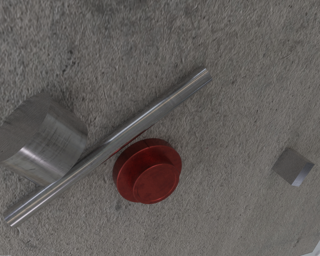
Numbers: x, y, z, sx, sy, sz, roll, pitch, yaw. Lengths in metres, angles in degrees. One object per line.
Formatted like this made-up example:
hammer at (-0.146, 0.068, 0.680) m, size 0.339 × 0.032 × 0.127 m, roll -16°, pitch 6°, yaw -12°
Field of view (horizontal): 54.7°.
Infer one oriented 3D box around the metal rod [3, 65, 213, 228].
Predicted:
metal rod at (-0.061, 0.021, 0.386) m, size 0.301 × 0.025 × 0.025 m, roll -37°, pitch 129°, yaw -4°

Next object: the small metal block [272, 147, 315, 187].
small metal block at (0.243, 0.071, 0.567) m, size 0.025 × 0.050 × 0.050 m, roll 15°, pitch 111°, yaw -35°

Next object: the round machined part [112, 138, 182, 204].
round machined part at (-0.012, 0.066, 0.430) m, size 0.099 × 0.042 × 0.097 m, roll -14°, pitch 124°, yaw -21°

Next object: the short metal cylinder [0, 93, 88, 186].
short metal cylinder at (-0.121, 0.011, 0.312) m, size 0.080 × 0.080 × 0.050 m, roll -43°, pitch 130°, yaw 1°
